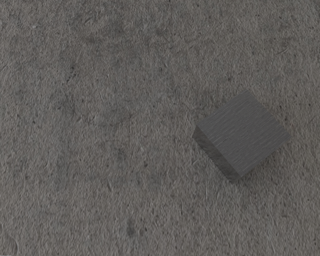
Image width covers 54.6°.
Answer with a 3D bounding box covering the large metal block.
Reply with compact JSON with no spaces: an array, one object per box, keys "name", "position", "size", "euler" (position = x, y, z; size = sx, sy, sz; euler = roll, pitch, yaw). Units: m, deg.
[{"name":"large metal block","position":[0.100,0.011,0.391],"size":[0.080,0.050,0.080],"euler":[-35,74,-12]}]
